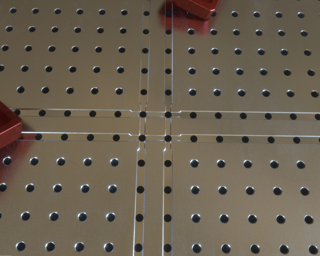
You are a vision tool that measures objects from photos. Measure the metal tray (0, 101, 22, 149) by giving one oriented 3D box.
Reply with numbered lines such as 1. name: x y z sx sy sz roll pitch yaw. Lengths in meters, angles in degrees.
1. metal tray: -0.250 0.005 0.372 0.090 0.030 0.131 37 45 12

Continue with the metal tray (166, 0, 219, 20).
1. metal tray: 0.063 -0.246 0.478 0.090 0.030 0.130 25 80 -6
